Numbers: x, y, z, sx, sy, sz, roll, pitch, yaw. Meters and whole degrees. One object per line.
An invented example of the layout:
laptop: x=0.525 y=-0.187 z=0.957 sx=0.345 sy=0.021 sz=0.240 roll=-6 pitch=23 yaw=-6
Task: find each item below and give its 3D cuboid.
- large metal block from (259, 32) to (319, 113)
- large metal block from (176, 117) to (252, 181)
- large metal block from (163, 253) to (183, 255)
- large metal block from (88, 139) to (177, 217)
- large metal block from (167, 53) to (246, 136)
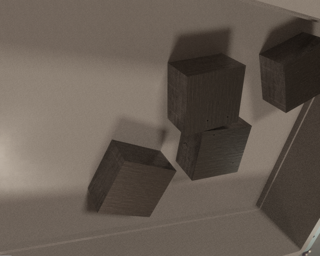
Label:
large metal block: x=0.197 y=-0.081 z=0.452 sx=0.080 sy=0.050 sz=0.080 roll=-28 pitch=128 yaw=-11
large metal block: x=0.076 y=0.024 z=0.451 sx=0.081 sy=0.050 sz=0.079 roll=-6 pitch=121 yaw=-26
large metal block: x=0.024 y=0.296 z=0.574 sx=0.050 sy=0.080 sz=0.079 roll=8 pitch=115 yaw=-32
large metal block: x=-0.038 y=0.069 z=0.416 sx=0.081 sy=0.050 sz=0.080 roll=17 pitch=110 yaw=-35
large metal block: x=0.057 y=-0.044 z=0.398 sx=0.081 sy=0.050 sz=0.079 roll=-14 pitch=125 yaw=-21
